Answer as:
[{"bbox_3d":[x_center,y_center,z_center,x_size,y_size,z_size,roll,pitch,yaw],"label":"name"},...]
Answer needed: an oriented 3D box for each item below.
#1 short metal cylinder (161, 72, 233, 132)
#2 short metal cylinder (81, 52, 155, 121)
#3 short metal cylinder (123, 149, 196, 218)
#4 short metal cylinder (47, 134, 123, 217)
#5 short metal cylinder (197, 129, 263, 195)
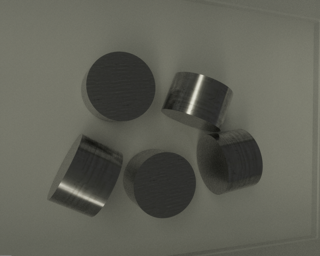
[{"bbox_3d":[0.048,-0.032,0.400,0.080,0.080,0.050,23,83,-19],"label":"short metal cylinder"},{"bbox_3d":[-0.052,-0.048,0.377,0.081,0.050,0.079,0,90,-21],"label":"short metal cylinder"},{"bbox_3d":[-0.002,0.069,0.396,0.081,0.050,0.079,0,90,-21],"label":"short metal cylinder"},{"bbox_3d":[-0.084,0.053,0.349,0.050,0.080,0.080,29,81,-18],"label":"short metal cylinder"},{"bbox_3d":[0.090,0.044,0.414,0.050,0.080,0.079,-10,94,-20],"label":"short metal cylinder"}]
